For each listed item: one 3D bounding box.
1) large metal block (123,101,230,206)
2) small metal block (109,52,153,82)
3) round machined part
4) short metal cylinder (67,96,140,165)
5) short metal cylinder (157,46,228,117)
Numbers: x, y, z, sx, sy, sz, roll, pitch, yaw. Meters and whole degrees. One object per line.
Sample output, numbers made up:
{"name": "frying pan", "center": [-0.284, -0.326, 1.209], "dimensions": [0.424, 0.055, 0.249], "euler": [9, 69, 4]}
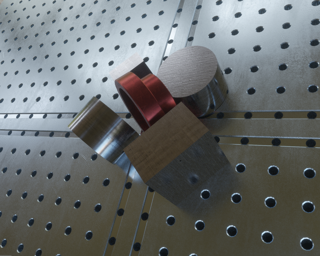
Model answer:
{"name": "large metal block", "center": [0.021, 0.031, 0.343], "dimensions": [0.080, 0.080, 0.050], "euler": [-40, 51, 1]}
{"name": "small metal block", "center": [-0.038, -0.074, 0.456], "dimensions": [0.050, 0.050, 0.025], "euler": [-36, 52, 4]}
{"name": "round machined part", "center": [-0.011, -0.028, 0.384], "dimensions": [0.042, 0.098, 0.098], "euler": [-34, 51, -10]}
{"name": "short metal cylinder", "center": [-0.073, 0.003, 0.407], "dimensions": [0.080, 0.080, 0.050], "euler": [35, 82, 38]}
{"name": "short metal cylinder", "center": [0.043, -0.060, 0.405], "dimensions": [0.080, 0.050, 0.080], "euler": [-13, 56, 20]}
